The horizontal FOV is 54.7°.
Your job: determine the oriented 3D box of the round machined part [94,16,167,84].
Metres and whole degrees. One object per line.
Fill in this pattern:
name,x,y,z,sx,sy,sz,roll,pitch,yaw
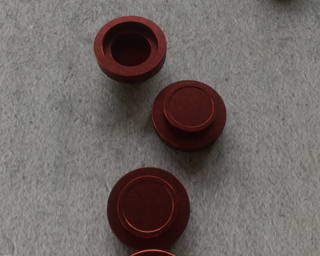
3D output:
round machined part,-0.040,-0.105,0.437,0.099,0.042,0.098,0,70,-1

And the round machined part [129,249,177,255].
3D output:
round machined part,-0.008,0.181,0.331,0.099,0.042,0.098,0,73,-1

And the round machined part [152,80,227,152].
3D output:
round machined part,0.039,-0.021,0.407,0.099,0.042,0.098,0,70,-1

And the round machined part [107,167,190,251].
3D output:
round machined part,-0.013,0.093,0.365,0.099,0.042,0.098,0,70,-1
